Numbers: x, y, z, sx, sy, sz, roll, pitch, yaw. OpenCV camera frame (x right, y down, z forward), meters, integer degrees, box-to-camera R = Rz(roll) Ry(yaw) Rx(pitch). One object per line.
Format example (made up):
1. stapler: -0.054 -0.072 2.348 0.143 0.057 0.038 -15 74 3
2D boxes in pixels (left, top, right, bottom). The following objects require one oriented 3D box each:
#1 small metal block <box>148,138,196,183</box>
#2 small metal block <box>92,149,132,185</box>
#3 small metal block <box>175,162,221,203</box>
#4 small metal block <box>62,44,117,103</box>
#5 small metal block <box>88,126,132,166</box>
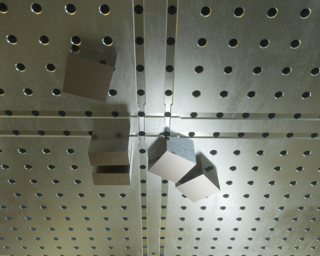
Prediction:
1. small metal block: 0.017 0.049 0.454 0.050 0.025 0.050 26 125 -21
2. small metal block: -0.066 0.054 0.440 0.050 0.050 0.025 0 130 -1
3. small metal block: 0.059 0.086 0.486 0.050 0.025 0.050 -31 124 23
4. small metal block: -0.081 -0.062 0.358 0.050 0.025 0.050 14 129 -12
5. small metal block: -0.065 0.023 0.414 0.050 0.050 0.025 -2 130 1
